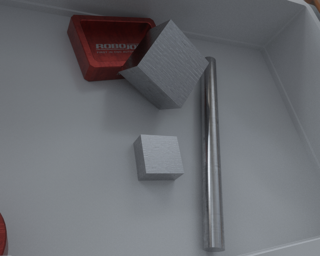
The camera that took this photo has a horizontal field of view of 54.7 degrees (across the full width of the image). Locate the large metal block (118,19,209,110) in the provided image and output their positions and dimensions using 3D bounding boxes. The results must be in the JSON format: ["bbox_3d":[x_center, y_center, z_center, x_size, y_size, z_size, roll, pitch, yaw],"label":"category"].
[{"bbox_3d":[0.007,-0.081,0.413,0.080,0.050,0.080,42,69,-27],"label":"large metal block"}]

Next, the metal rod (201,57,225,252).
[{"bbox_3d":[0.072,0.014,0.437,0.025,0.025,0.300,17,55,-19],"label":"metal rod"}]

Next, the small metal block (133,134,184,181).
[{"bbox_3d":[-0.002,0.037,0.383,0.050,0.025,0.050,4,60,-27],"label":"small metal block"}]

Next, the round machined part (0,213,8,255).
[{"bbox_3d":[-0.168,0.099,0.231,0.099,0.042,0.098,11,40,-9],"label":"round machined part"}]

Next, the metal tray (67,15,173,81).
[{"bbox_3d":[-0.055,-0.116,0.444,0.131,0.030,0.090,-11,67,-33],"label":"metal tray"}]
